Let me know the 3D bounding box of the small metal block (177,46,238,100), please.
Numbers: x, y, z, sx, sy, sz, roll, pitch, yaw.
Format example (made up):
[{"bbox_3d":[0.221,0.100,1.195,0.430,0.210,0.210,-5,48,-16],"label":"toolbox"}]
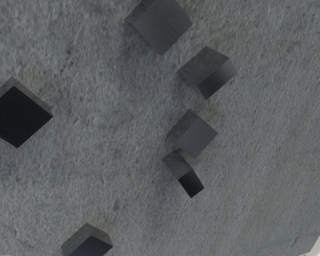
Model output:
[{"bbox_3d":[0.057,-0.069,0.381,0.050,0.050,0.025,-41,130,-1],"label":"small metal block"}]

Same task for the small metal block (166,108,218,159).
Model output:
[{"bbox_3d":[0.046,0.009,0.439,0.050,0.025,0.050,-48,129,5],"label":"small metal block"}]

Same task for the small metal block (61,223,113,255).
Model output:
[{"bbox_3d":[-0.107,0.175,0.458,0.050,0.025,0.050,-43,130,1],"label":"small metal block"}]

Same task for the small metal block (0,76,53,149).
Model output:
[{"bbox_3d":[-0.148,-0.015,0.317,0.050,0.025,0.050,-42,130,0],"label":"small metal block"}]

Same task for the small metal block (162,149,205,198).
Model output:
[{"bbox_3d":[0.034,0.067,0.452,0.025,0.050,0.050,-36,130,-4],"label":"small metal block"}]

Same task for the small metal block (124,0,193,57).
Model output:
[{"bbox_3d":[-0.001,-0.116,0.336,0.050,0.025,0.050,-46,130,4],"label":"small metal block"}]
